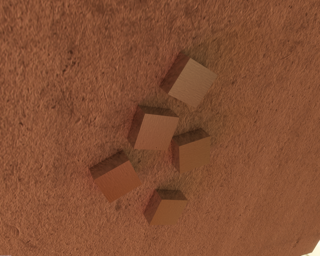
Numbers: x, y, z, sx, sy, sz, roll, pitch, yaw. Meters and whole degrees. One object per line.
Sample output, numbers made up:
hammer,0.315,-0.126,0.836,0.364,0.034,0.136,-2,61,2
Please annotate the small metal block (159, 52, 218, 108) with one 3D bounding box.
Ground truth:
small metal block,0.036,-0.059,0.389,0.050,0.025,0.050,22,106,-36

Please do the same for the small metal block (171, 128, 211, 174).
small metal block,0.045,0.033,0.452,0.050,0.025,0.050,-17,125,-19

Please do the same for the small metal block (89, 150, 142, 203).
small metal block,-0.059,0.065,0.415,0.050,0.025,0.050,-29,129,-10

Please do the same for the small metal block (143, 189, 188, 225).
small metal block,0.009,0.125,0.489,0.050,0.025,0.050,11,113,-33

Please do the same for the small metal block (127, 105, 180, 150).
small metal block,-0.009,0.001,0.402,0.050,0.025,0.050,5,116,-31
